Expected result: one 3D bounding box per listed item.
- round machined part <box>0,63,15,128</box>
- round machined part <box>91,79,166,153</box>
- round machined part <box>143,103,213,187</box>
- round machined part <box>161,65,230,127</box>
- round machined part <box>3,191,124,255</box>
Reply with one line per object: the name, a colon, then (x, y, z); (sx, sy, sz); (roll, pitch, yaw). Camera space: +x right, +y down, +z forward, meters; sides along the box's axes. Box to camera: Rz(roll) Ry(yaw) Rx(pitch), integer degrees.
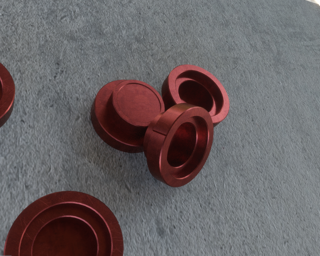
round machined part: (-0.198, -0.029, 0.304); (0.099, 0.042, 0.098); (14, 56, -21)
round machined part: (-0.033, -0.021, 0.388); (0.099, 0.042, 0.098); (13, 56, -21)
round machined part: (0.018, 0.017, 0.369); (0.042, 0.097, 0.099); (21, 38, 39)
round machined part: (0.046, -0.039, 0.440); (0.099, 0.042, 0.098); (14, 56, -21)
round machined part: (-0.086, 0.110, 0.279); (0.099, 0.042, 0.098); (14, 56, -21)
